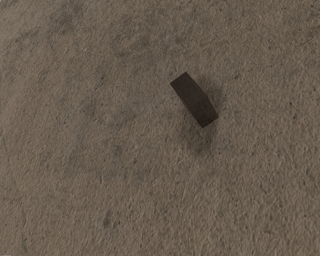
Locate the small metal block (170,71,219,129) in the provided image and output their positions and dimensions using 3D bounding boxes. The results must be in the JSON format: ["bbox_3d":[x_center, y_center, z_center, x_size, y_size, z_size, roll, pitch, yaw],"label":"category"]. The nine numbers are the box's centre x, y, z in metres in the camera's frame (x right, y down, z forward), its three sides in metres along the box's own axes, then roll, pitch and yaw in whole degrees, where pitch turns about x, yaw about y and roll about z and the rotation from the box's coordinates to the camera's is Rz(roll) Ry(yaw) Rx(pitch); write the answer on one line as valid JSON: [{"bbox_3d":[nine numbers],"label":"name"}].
[{"bbox_3d":[0.043,-0.034,0.386,0.025,0.050,0.050,-36,51,4],"label":"small metal block"}]
